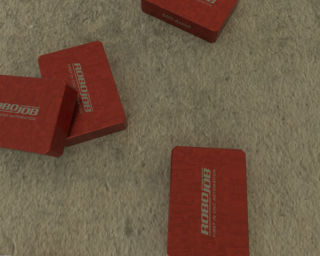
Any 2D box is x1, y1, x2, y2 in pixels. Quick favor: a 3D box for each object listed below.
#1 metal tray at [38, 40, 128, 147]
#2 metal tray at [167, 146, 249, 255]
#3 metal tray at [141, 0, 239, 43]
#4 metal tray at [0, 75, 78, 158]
[{"bbox_3d":[-0.105,-0.049,0.422,0.091,0.030,0.130,-17,71,-7],"label":"metal tray"},{"bbox_3d":[0.057,0.090,0.373,0.091,0.030,0.130,3,70,1],"label":"metal tray"},{"bbox_3d":[0.047,-0.197,0.478,0.130,0.030,0.090,28,72,9],"label":"metal tray"},{"bbox_3d":[-0.176,-0.018,0.387,0.130,0.030,0.090,7,78,16],"label":"metal tray"}]
